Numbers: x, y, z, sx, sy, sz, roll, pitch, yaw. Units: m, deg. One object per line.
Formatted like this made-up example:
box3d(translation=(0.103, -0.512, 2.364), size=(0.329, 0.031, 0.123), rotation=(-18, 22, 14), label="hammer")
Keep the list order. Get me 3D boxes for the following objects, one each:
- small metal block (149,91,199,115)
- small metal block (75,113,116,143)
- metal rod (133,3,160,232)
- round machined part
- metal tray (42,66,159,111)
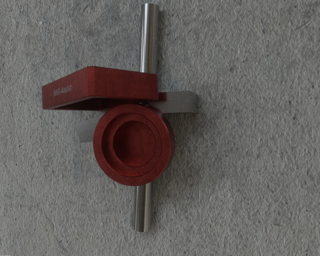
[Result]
box3d(translation=(0.019, -0.030, 0.390), size=(0.050, 0.050, 0.025), rotation=(-2, 90, 19), label="small metal block")
box3d(translation=(-0.077, -0.001, 0.423), size=(0.050, 0.050, 0.025), rotation=(-20, 84, 18), label="small metal block")
box3d(translation=(-0.018, -0.013, 0.416), size=(0.025, 0.025, 0.298), rotation=(2, 91, 19), label="metal rod")
box3d(translation=(-0.028, 0.018, 0.381), size=(0.098, 0.042, 0.097), rotation=(1, 94, 17), label="round machined part")
box3d(translation=(-0.076, -0.043, 0.377), size=(0.130, 0.091, 0.030), rotation=(-5, 87, 49), label="metal tray")
